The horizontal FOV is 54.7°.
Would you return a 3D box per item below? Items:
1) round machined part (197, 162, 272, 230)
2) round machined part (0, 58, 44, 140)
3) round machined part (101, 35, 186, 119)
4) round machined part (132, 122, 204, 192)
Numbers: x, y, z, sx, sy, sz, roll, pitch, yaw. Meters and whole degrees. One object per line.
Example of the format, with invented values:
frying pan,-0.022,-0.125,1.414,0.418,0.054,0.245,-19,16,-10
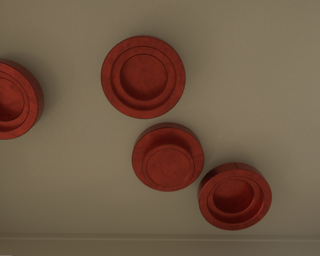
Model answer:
round machined part,0.102,0.091,0.437,0.099,0.042,0.097,0,110,0
round machined part,-0.194,-0.038,0.386,0.099,0.042,0.097,0,110,0
round machined part,-0.019,-0.063,0.379,0.099,0.042,0.097,0,110,0
round machined part,0.011,0.045,0.419,0.099,0.042,0.097,0,110,0
